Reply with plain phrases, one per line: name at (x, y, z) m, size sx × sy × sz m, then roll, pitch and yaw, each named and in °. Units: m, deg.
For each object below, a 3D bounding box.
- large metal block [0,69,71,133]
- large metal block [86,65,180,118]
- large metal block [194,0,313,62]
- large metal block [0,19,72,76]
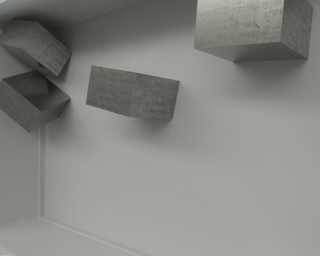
large metal block at (-0.216, -0.048, 0.527) m, size 0.080 × 0.080 × 0.050 m, roll 40°, pitch 118°, yaw 1°
large metal block at (-0.035, -0.046, 0.397) m, size 0.080 × 0.081 × 0.050 m, roll 17°, pitch 101°, yaw 38°
large metal block at (0.090, -0.096, 0.296) m, size 0.080 × 0.081 × 0.050 m, roll 7°, pitch 95°, yaw 39°
large metal block at (-0.216, -0.138, 0.534) m, size 0.080 × 0.080 × 0.050 m, roll 19°, pitch 76°, yaw 34°
